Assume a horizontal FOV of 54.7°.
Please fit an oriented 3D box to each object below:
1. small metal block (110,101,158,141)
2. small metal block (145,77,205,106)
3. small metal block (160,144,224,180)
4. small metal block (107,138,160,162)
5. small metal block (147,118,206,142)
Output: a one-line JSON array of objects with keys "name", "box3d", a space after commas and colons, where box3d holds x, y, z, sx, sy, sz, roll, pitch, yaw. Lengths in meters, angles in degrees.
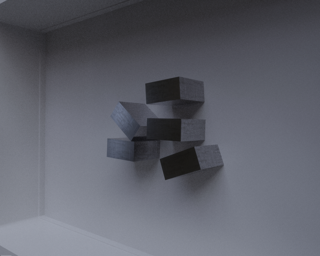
[{"name": "small metal block", "box3d": [-0.029, -0.009, 0.412, 0.050, 0.050, 0.025, 47, 118, 29]}, {"name": "small metal block", "box3d": [0.018, -0.043, 0.374, 0.050, 0.050, 0.025, -5, 87, 39]}, {"name": "small metal block", "box3d": [0.037, 0.039, 0.358, 0.050, 0.050, 0.025, -24, 75, 37]}, {"name": "small metal block", "box3d": [-0.035, 0.028, 0.418, 0.050, 0.050, 0.025, 4, 93, 39]}, {"name": "small metal block", "box3d": [0.020, 0.001, 0.373, 0.050, 0.050, 0.025, 3, 92, 39]}]
